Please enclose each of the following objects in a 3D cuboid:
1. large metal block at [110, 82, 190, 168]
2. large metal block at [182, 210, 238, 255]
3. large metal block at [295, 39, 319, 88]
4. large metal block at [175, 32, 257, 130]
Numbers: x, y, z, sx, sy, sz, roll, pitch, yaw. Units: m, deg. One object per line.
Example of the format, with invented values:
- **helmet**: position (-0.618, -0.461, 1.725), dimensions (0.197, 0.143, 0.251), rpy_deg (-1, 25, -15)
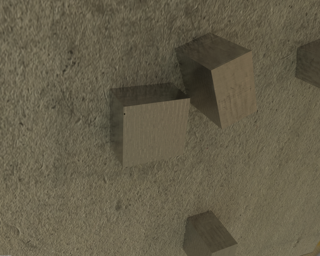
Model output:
- **large metal block**: position (-0.015, -0.006, 0.379), dimensions (0.081, 0.050, 0.079), rpy_deg (-10, 123, -23)
- **large metal block**: position (0.085, 0.208, 0.546), dimensions (0.050, 0.080, 0.079), rpy_deg (-10, 123, -23)
- **large metal block**: position (0.262, -0.096, 0.454), dimensions (0.081, 0.080, 0.050), rpy_deg (-23, 127, -14)
- **large metal block**: position (0.067, -0.058, 0.371), dimensions (0.050, 0.080, 0.080), rpy_deg (-28, 128, -11)
